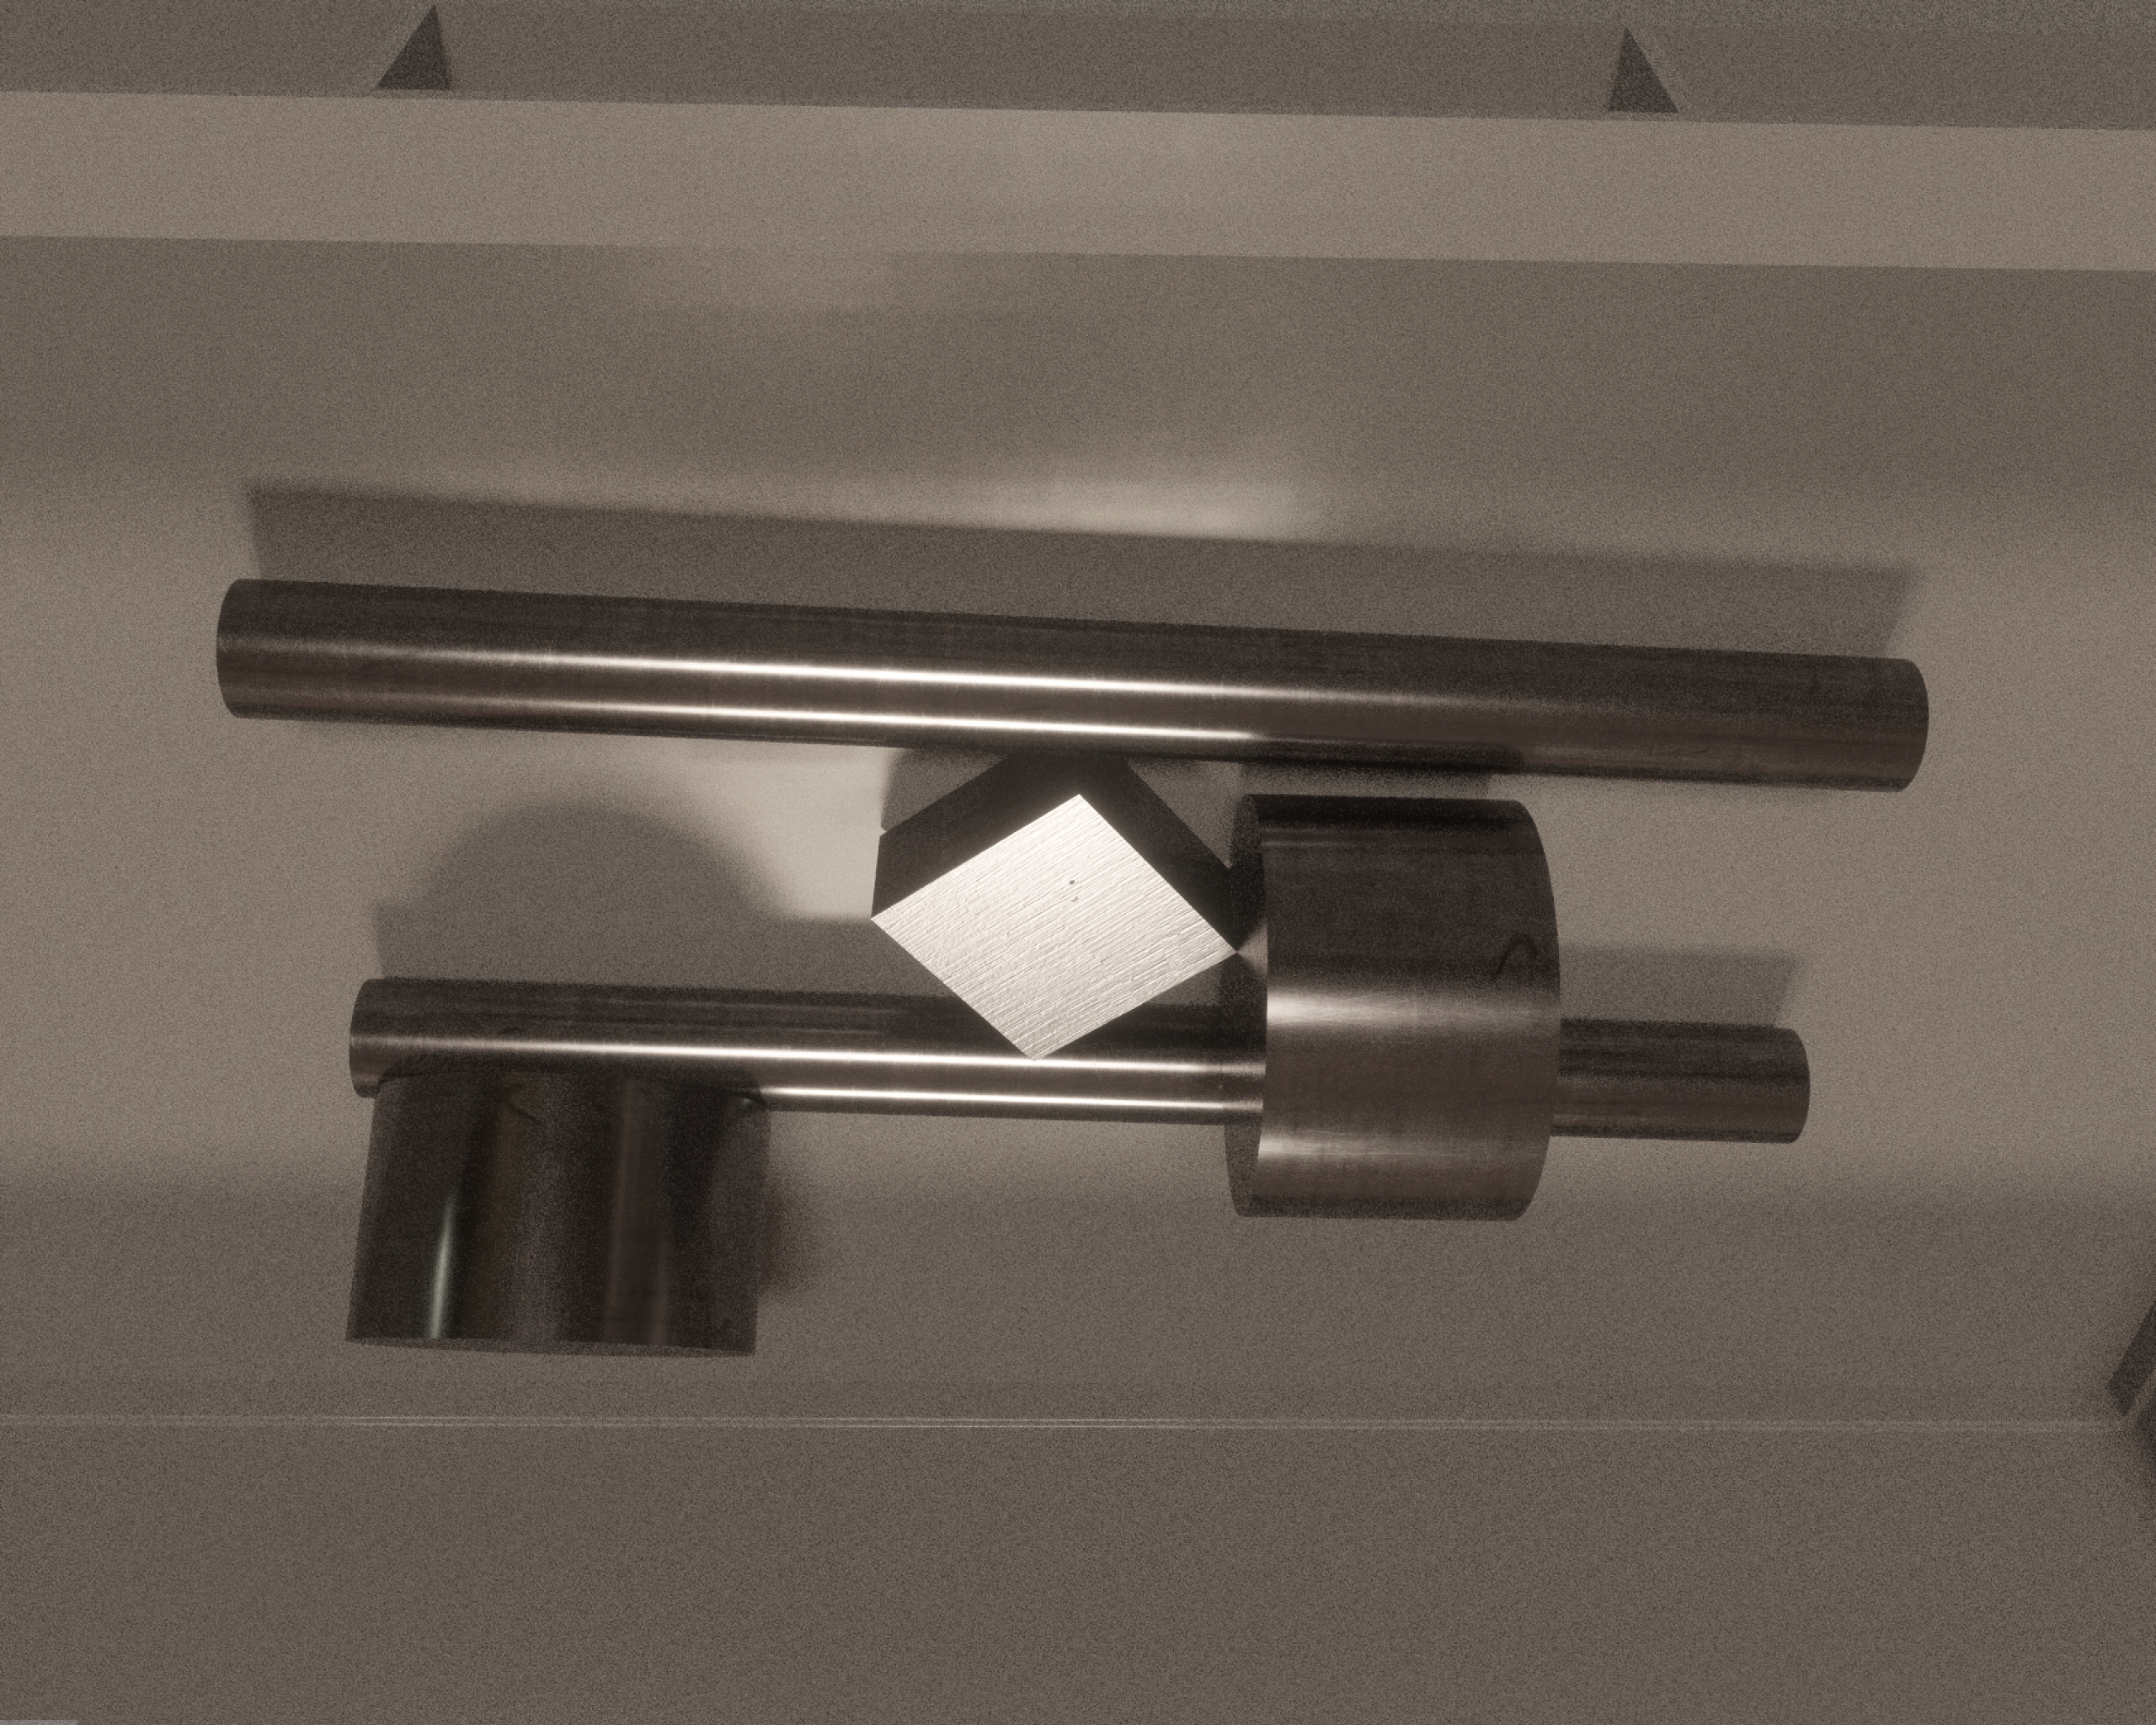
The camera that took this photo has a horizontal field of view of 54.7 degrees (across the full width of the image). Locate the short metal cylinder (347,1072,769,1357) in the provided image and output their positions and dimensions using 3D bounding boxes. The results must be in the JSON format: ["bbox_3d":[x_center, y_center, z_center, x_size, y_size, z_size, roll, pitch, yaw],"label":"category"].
[{"bbox_3d":[-0.105,0.075,0.430,0.081,0.050,0.080,1,164,1],"label":"short metal cylinder"}]

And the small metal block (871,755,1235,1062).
[{"bbox_3d":[-0.004,0.006,0.412,0.050,0.025,0.050,-31,124,23],"label":"small metal block"}]

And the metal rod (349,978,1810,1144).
[{"bbox_3d":[0.002,0.042,0.443,0.302,0.025,0.025,2,130,-3],"label":"metal rod"}]

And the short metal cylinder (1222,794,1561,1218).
[{"bbox_3d":[0.056,0.027,0.395,0.050,0.080,0.079,1,130,-2],"label":"short metal cylinder"}]

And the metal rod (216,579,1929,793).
[{"bbox_3d":[0.002,-0.032,0.379,0.302,0.025,0.025,2,130,-3],"label":"metal rod"}]
